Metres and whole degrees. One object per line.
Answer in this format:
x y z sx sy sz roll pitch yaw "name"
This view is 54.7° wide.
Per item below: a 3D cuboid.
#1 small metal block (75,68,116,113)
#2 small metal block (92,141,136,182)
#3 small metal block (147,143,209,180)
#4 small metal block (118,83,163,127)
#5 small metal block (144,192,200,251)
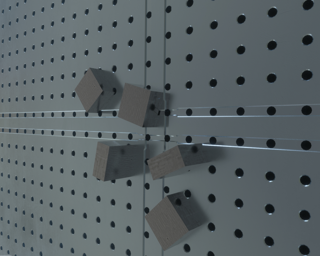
-0.104 -0.059 0.493 0.050 0.025 0.050 -46 63 30 "small metal block"
-0.065 0.046 0.445 0.025 0.050 0.050 17 101 38 "small metal block"
0.022 0.040 0.373 0.050 0.050 0.025 -30 72 36 "small metal block"
-0.028 -0.032 0.430 0.050 0.025 0.050 22 104 37 "small metal block"
0.015 0.119 0.396 0.050 0.025 0.050 -49 61 28 "small metal block"
